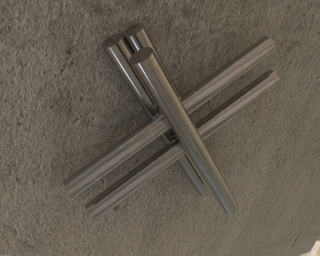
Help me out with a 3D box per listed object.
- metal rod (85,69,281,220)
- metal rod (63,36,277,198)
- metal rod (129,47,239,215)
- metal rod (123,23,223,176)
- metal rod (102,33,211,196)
[{"bbox_3d":[0.033,0.019,0.408,0.301,0.025,0.025,-36,130,-5],"label":"metal rod"},{"bbox_3d":[0.016,-0.016,0.376,0.301,0.025,0.025,-36,130,-5],"label":"metal rod"},{"bbox_3d":[0.046,0.028,0.387,0.025,0.025,0.299,-37,130,-4],"label":"metal rod"},{"bbox_3d":[0.034,-0.007,0.424,0.025,0.025,0.299,-36,130,-4],"label":"metal rod"},{"bbox_3d":[0.012,0.006,0.420,0.025,0.025,0.299,-36,130,-4],"label":"metal rod"}]
